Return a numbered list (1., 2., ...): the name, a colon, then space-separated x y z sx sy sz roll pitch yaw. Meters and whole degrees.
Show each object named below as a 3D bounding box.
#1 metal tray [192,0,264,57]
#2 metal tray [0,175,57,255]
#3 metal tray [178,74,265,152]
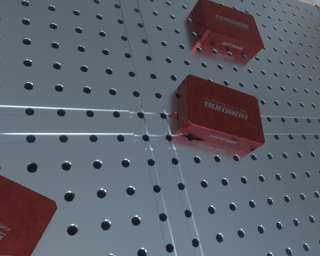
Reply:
1. metal tray: 0.130 -0.192 0.595 0.131 0.030 0.090 7 59 -25
2. metal tray: -0.170 0.080 0.265 0.131 0.030 0.090 29 52 -10
3. metal tray: 0.093 -0.021 0.470 0.131 0.030 0.090 15 56 -20
